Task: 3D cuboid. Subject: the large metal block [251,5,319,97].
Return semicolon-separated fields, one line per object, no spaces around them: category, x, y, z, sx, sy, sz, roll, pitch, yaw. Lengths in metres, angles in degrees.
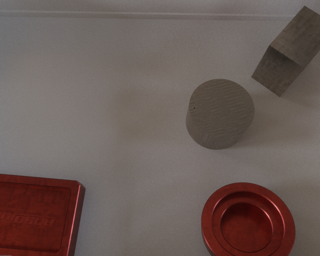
large metal block;0.178;-0.101;0.419;0.050;0.080;0.080;39;74;13

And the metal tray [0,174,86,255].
metal tray;-0.163;0.104;0.366;0.131;0.030;0.090;5;70;1

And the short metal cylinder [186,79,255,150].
short metal cylinder;0.076;-0.017;0.403;0.081;0.050;0.080;0;70;0

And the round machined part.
round machined part;0.096;0.115;0.350;0.099;0.042;0.098;-3;53;5
